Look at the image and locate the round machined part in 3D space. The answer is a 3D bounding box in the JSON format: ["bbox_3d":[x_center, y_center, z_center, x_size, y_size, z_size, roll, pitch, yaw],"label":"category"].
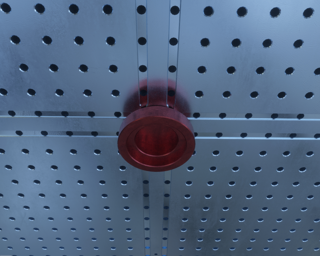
[{"bbox_3d":[-0.005,0.010,0.408,0.099,0.042,0.097,0,130,0],"label":"round machined part"}]
